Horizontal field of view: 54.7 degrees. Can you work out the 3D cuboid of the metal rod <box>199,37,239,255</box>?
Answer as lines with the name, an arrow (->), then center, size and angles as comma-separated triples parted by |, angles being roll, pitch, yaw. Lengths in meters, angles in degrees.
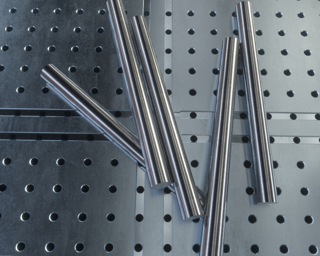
metal rod -> 0.080, 0.006, 0.394 | 0.025, 0.025, 0.299 | 10, 64, 3

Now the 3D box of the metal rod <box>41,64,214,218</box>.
metal rod -> -0.046, 0.013, 0.406 | 0.300, 0.025, 0.025 | 40, 75, 13

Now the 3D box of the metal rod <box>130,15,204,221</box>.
metal rod -> 0.002, -0.031, 0.407 | 0.025, 0.025, 0.299 | -13, 65, -5

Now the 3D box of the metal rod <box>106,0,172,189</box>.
metal rod -> -0.035, -0.064, 0.419 | 0.025, 0.025, 0.299 | -13, 65, -5

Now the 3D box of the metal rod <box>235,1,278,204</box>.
metal rod -> 0.131, -0.048, 0.430 | 0.025, 0.025, 0.299 | 0, 70, -1
